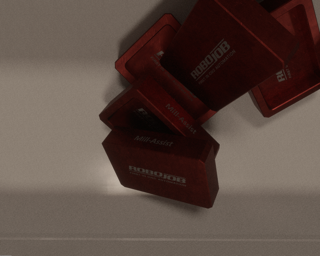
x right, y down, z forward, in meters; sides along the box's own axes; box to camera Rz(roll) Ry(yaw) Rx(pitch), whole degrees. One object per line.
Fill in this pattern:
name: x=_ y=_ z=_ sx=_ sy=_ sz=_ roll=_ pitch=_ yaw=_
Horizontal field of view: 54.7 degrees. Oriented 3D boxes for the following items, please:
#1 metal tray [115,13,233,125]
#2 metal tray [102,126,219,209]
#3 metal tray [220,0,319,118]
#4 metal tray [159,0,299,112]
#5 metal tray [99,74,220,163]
metal tray: x=0.021 y=-0.064 z=0.385 sx=0.090 sy=0.030 sz=0.130 roll=-41 pitch=105 yaw=13
metal tray: x=0.002 y=0.047 z=0.380 sx=0.130 sy=0.030 sz=0.090 roll=9 pitch=136 yaw=26
metal tray: x=0.136 y=-0.081 z=0.357 sx=0.090 sy=0.030 sz=0.130 roll=-31 pitch=128 yaw=11
metal tray: x=0.059 y=-0.073 z=0.311 sx=0.090 sy=0.130 sz=0.030 roll=41 pitch=68 yaw=-3
metal tray: x=-0.002 y=0.004 z=0.385 sx=0.130 sy=0.030 sz=0.090 roll=43 pitch=140 yaw=-15
